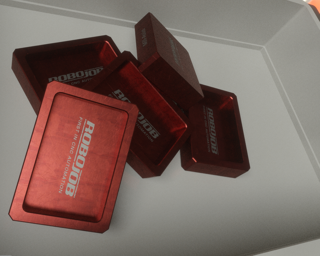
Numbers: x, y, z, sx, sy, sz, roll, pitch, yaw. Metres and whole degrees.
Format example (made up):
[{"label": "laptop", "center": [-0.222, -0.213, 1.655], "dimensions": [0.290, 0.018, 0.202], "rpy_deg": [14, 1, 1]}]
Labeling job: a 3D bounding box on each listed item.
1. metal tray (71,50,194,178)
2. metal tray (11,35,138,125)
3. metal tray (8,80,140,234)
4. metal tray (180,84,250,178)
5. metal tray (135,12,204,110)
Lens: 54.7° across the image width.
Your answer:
[{"label": "metal tray", "center": [-0.028, -0.015, 0.368], "dimensions": [0.130, 0.030, 0.090], "rpy_deg": [48, 56, -14]}, {"label": "metal tray", "center": [-0.101, -0.065, 0.386], "dimensions": [0.131, 0.030, 0.090], "rpy_deg": [-23, 74, -36]}, {"label": "metal tray", "center": [-0.081, 0.029, 0.303], "dimensions": [0.091, 0.030, 0.129], "rpy_deg": [16, 84, -19]}, {"label": "metal tray", "center": [0.073, 0.001, 0.441], "dimensions": [0.091, 0.030, 0.130], "rpy_deg": [12, 57, -22]}, {"label": "metal tray", "center": [0.010, -0.093, 0.420], "dimensions": [0.090, 0.030, 0.130], "rpy_deg": [38, 27, -32]}]
